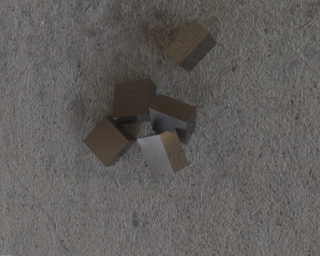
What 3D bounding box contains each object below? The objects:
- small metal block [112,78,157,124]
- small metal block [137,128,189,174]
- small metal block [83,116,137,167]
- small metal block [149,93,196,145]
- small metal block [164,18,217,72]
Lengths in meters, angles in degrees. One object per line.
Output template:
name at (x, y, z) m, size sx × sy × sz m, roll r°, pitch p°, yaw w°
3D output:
small metal block at (-0.033, -0.035, 0.413) m, size 0.050 × 0.025 × 0.050 m, roll -6°, pitch 69°, yaw 20°
small metal block at (0.003, 0.030, 0.390) m, size 0.050 × 0.025 × 0.050 m, roll -13°, pitch 99°, yaw 54°
small metal block at (-0.071, 0.018, 0.434) m, size 0.050 × 0.025 × 0.050 m, roll 46°, pitch 104°, yaw 14°
small metal block at (0.016, -0.011, 0.387) m, size 0.050 × 0.050 × 0.025 m, roll 23°, pitch 61°, yaw 18°
small metal block at (0.039, -0.100, 0.382) m, size 0.050 × 0.050 × 0.025 m, roll -46°, pitch 76°, yaw 14°
